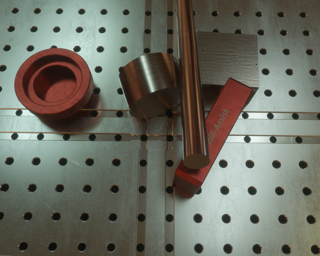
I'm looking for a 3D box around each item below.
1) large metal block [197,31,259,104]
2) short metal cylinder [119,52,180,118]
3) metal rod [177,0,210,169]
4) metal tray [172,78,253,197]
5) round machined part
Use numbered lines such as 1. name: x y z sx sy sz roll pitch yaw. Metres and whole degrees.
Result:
1. large metal block: 0.089 -0.083 0.429 0.080 0.050 0.080 4 70 1
2. short metal cylinder: -0.008 -0.053 0.402 0.081 0.080 0.050 -17 71 -6
3. metal rod: 0.036 -0.082 0.386 0.025 0.025 0.300 1 49 0
4. metal tray: 0.060 0.014 0.372 0.030 0.090 0.130 29 73 10
5. round machined part: -0.140 -0.056 0.422 0.099 0.042 0.098 0 70 0
